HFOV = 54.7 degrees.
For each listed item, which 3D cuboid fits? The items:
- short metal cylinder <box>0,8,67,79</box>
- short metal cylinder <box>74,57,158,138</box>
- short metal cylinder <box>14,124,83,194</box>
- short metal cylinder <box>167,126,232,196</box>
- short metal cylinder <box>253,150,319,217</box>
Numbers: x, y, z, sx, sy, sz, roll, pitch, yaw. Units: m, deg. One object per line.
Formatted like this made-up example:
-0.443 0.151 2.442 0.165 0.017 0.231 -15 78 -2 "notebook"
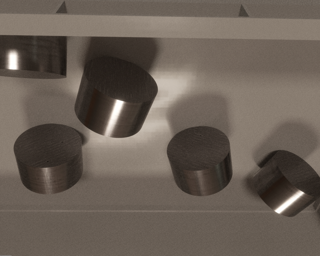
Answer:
-0.131 -0.076 0.297 0.081 0.080 0.050 2 93 -2 "short metal cylinder"
-0.049 -0.035 0.343 0.081 0.080 0.050 16 128 -14 "short metal cylinder"
-0.143 0.039 0.404 0.081 0.080 0.050 5 130 -5 "short metal cylinder"
0.054 0.042 0.410 0.080 0.080 0.050 -10 130 7 "short metal cylinder"
0.183 0.078 0.443 0.080 0.080 0.050 20 127 -17 "short metal cylinder"
